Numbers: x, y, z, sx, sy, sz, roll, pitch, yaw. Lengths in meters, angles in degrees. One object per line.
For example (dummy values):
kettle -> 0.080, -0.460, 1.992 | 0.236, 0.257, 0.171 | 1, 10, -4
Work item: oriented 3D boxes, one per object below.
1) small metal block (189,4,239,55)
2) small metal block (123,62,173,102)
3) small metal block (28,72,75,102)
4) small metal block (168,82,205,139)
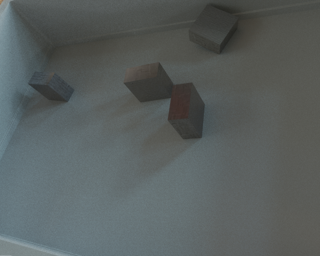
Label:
small metal block -> 0.076, -0.141, 0.441 | 0.050, 0.025, 0.050 | 31, 78, 17
small metal block -> -0.015, -0.063, 0.435 | 0.050, 0.050, 0.025 | -6, 59, 24
small metal block -> -0.184, -0.070, 0.527 | 0.050, 0.050, 0.025 | 8, 66, 31
small metal block -> 0.034, -0.020, 0.383 | 0.025, 0.050, 0.050 | -5, 60, 25
